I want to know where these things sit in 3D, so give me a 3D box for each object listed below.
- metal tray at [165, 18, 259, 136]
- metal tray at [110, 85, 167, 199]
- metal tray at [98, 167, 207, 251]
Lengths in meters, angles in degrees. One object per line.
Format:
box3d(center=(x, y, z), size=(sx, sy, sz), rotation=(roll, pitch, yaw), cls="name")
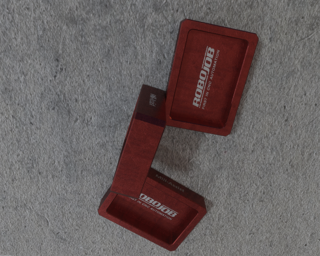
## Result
box3d(center=(0.057, -0.061, 0.385), size=(0.091, 0.030, 0.129), rotation=(11, 110, -4), cls="metal tray")
box3d(center=(-0.022, 0.008, 0.357), size=(0.030, 0.130, 0.089), rotation=(18, 109, -6), cls="metal tray")
box3d(center=(-0.011, 0.113, 0.448), size=(0.130, 0.030, 0.090), rotation=(31, 107, -11), cls="metal tray")
